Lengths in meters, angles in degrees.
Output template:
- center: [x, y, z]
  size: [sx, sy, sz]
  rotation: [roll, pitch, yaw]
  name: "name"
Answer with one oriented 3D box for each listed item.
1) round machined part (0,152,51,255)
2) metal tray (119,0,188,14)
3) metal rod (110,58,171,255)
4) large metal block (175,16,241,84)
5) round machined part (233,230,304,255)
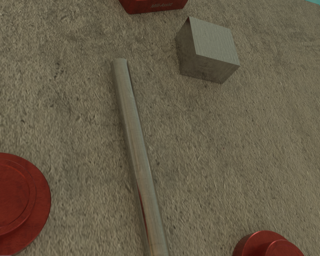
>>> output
- center: [-0.148, 0.065, 0.273]
  size: [0.099, 0.042, 0.098]
  rotation: [14, 56, -21]
  name: "round machined part"
- center: [-0.020, -0.247, 0.540]
  size: [0.131, 0.030, 0.090]
  rotation: [-22, 74, -36]
  name: "metal tray"
- center: [-0.024, 0.044, 0.364]
  size: [0.025, 0.025, 0.299]
  rotation: [0, 62, -28]
  name: "metal rod"
- center: [0.075, -0.125, 0.504]
  size: [0.081, 0.050, 0.080]
  rotation: [8, 58, -24]
  name: "large metal block"
- center: [0.137, 0.170, 0.363]
  size: [0.099, 0.042, 0.098]
  rotation: [14, 56, -21]
  name: "round machined part"
